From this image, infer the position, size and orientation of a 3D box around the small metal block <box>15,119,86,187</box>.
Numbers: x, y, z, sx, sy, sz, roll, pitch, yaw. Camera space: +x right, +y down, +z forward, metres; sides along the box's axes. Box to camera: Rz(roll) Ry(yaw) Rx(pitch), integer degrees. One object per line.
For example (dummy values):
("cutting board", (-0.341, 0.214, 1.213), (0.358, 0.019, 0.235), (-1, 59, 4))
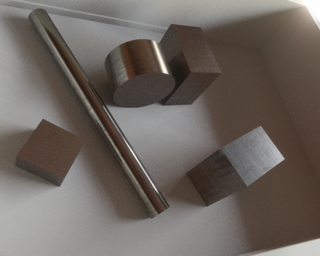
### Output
("small metal block", (-0.115, 0.026, 0.328), (0.050, 0.025, 0.050), (29, 52, -11))

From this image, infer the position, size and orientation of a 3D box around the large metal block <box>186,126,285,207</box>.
("large metal block", (0.094, 0.049, 0.393), (0.081, 0.080, 0.050), (-23, 74, -36))

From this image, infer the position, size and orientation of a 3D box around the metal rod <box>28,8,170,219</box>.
("metal rod", (-0.080, -0.027, 0.379), (0.025, 0.025, 0.299), (-25, 75, -37))

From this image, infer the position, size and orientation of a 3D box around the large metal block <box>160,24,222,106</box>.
("large metal block", (0.031, -0.087, 0.442), (0.050, 0.080, 0.080), (-5, 64, -31))

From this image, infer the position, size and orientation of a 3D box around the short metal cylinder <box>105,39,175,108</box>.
("short metal cylinder", (-0.026, -0.068, 0.399), (0.081, 0.080, 0.050), (-4, 64, -31))
